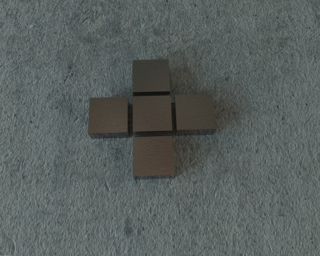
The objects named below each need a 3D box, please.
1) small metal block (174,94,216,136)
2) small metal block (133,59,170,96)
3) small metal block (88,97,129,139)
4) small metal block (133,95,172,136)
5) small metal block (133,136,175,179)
[{"bbox_3d":[0.046,-0.017,0.416,0.050,0.025,0.050,-2,70,-1],"label":"small metal block"},{"bbox_3d":[-0.012,-0.068,0.434,0.050,0.025,0.050,-2,70,-1],"label":"small metal block"},{"bbox_3d":[-0.067,-0.013,0.413,0.050,0.025,0.050,-2,70,-1],"label":"small metal block"},{"bbox_3d":[-0.010,-0.015,0.415,0.050,0.025,0.050,-2,70,-1],"label":"small metal block"},{"bbox_3d":[-0.008,0.038,0.395,0.050,0.025,0.050,-2,70,-1],"label":"small metal block"}]
